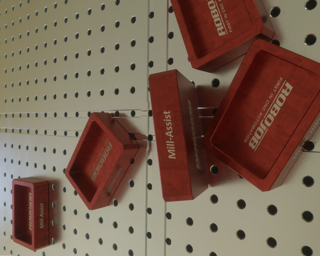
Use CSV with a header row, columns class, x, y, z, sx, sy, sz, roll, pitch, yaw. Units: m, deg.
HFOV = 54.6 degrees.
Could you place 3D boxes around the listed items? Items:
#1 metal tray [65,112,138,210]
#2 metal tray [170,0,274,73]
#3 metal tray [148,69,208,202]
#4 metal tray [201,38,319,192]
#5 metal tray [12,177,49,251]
class,x,y,z,sx,sy,sz,roll,pitch,yaw
metal tray,-0.096,0.051,0.486,0.090,0.030,0.129,44,116,31
metal tray,0.063,-0.141,0.354,0.090,0.030,0.130,-26,74,37
metal tray,0.023,0.009,0.345,0.030,0.090,0.129,-9,84,18
metal tray,0.109,-0.013,0.316,0.090,0.030,0.129,38,113,33
metal tray,-0.262,0.169,0.624,0.090,0.030,0.129,-1,89,40
